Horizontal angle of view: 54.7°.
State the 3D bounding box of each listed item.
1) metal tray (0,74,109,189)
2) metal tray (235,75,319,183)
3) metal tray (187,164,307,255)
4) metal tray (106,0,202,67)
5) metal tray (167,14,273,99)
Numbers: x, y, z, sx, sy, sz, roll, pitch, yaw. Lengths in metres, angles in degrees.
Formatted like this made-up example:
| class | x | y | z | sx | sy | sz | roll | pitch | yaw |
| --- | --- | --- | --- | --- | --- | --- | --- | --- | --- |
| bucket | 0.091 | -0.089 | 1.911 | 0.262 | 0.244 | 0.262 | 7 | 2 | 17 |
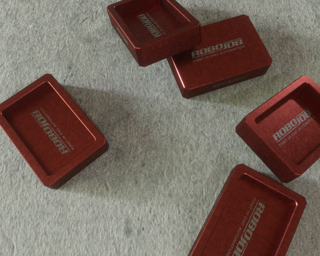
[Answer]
| class | x | y | z | sx | sy | sz | roll | pitch | yaw |
| --- | --- | --- | --- | --- | --- | --- | --- | --- | --- |
| metal tray | -0.141 | 0.002 | 0.402 | 0.090 | 0.030 | 0.130 | -39 | 75 | -13 |
| metal tray | 0.172 | -0.003 | 0.393 | 0.131 | 0.030 | 0.090 | -32 | 73 | -25 |
| metal tray | 0.102 | 0.119 | 0.363 | 0.090 | 0.030 | 0.130 | 29 | 72 | 9 |
| metal tray | -0.012 | -0.146 | 0.433 | 0.091 | 0.030 | 0.130 | -24 | 50 | -9 |
| metal tray | 0.080 | -0.104 | 0.444 | 0.131 | 0.030 | 0.090 | -18 | 71 | -7 |
